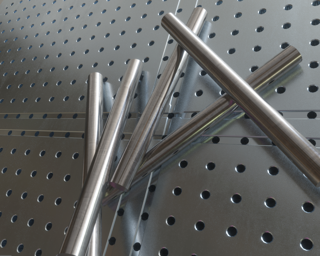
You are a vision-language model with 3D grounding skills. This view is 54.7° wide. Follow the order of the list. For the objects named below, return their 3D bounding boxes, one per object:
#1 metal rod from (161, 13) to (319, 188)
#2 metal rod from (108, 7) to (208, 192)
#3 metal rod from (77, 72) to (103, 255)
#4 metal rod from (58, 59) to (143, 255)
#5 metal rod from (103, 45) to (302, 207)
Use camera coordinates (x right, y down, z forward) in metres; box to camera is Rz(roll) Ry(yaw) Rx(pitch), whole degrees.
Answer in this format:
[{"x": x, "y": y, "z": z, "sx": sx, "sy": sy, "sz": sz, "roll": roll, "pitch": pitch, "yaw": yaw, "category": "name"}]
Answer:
[{"x": 0.081, "y": -0.055, "z": 0.364, "sx": 0.025, "sy": 0.025, "sz": 0.300, "roll": -37, "pitch": 54, "yaw": 3, "category": "metal rod"}, {"x": 0.008, "y": -0.056, "z": 0.418, "sx": 0.025, "sy": 0.025, "sz": 0.300, "roll": 7, "pitch": 59, "yaw": 31, "category": "metal rod"}, {"x": -0.089, "y": 0.027, "z": 0.412, "sx": 0.025, "sy": 0.025, "sz": 0.300, "roll": -22, "pitch": 46, "yaw": 14, "category": "metal rod"}, {"x": -0.061, "y": 0.012, "z": 0.390, "sx": 0.025, "sy": 0.025, "sz": 0.300, "roll": -10, "pitch": 45, "yaw": 23, "category": "metal rod"}, {"x": 0.044, "y": -0.001, "z": 0.384, "sx": 0.300, "sy": 0.025, "sz": 0.025, "roll": -37, "pitch": 51, "yaw": 3, "category": "metal rod"}]
